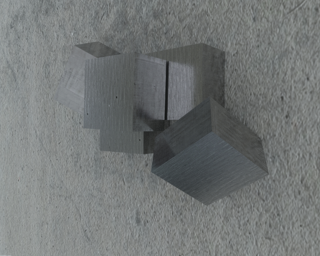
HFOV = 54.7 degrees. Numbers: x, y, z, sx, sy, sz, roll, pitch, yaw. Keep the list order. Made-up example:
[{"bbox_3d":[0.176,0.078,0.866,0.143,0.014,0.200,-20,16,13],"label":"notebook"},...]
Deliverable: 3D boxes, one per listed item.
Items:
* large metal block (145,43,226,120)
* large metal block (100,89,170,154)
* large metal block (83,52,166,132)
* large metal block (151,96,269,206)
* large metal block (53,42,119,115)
[{"bbox_3d":[0.029,-0.049,0.365,0.080,0.050,0.079,0,90,39],"label":"large metal block"},{"bbox_3d":[-0.034,-0.009,0.414,0.080,0.050,0.079,0,90,39],"label":"large metal block"},{"bbox_3d":[-0.041,-0.038,0.354,0.080,0.050,0.079,3,92,39],"label":"large metal block"},{"bbox_3d":[0.050,0.027,0.320,0.080,0.080,0.050,-38,29,33],"label":"large metal block"},{"bbox_3d":[-0.095,-0.072,0.438,0.050,0.080,0.080,29,112,1],"label":"large metal block"}]
